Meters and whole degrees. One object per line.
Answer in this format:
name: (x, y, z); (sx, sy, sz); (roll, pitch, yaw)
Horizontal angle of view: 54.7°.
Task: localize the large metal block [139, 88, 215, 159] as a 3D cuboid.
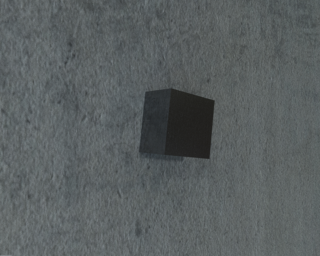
large metal block: (0.024, -0.003, 0.410); (0.081, 0.050, 0.080); (10, 84, -40)
